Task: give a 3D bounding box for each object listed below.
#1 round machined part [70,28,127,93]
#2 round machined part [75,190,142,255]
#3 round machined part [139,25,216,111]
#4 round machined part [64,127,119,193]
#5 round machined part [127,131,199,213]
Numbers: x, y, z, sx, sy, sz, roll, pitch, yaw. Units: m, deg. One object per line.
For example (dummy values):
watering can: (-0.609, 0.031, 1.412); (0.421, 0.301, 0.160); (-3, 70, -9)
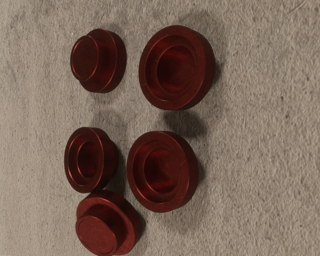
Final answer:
round machined part: (-0.100, -0.103, 0.474); (0.098, 0.042, 0.097); (0, 90, 39)
round machined part: (-0.078, 0.139, 0.433); (0.098, 0.042, 0.097); (10, 115, 23)
round machined part: (0.024, -0.069, 0.373); (0.098, 0.042, 0.097); (0, 90, 39)
round machined part: (-0.100, 0.048, 0.471); (0.098, 0.042, 0.097); (-4, 84, 41)
round machined part: (0.008, 0.052, 0.386); (0.098, 0.042, 0.097); (0, 90, 39)
